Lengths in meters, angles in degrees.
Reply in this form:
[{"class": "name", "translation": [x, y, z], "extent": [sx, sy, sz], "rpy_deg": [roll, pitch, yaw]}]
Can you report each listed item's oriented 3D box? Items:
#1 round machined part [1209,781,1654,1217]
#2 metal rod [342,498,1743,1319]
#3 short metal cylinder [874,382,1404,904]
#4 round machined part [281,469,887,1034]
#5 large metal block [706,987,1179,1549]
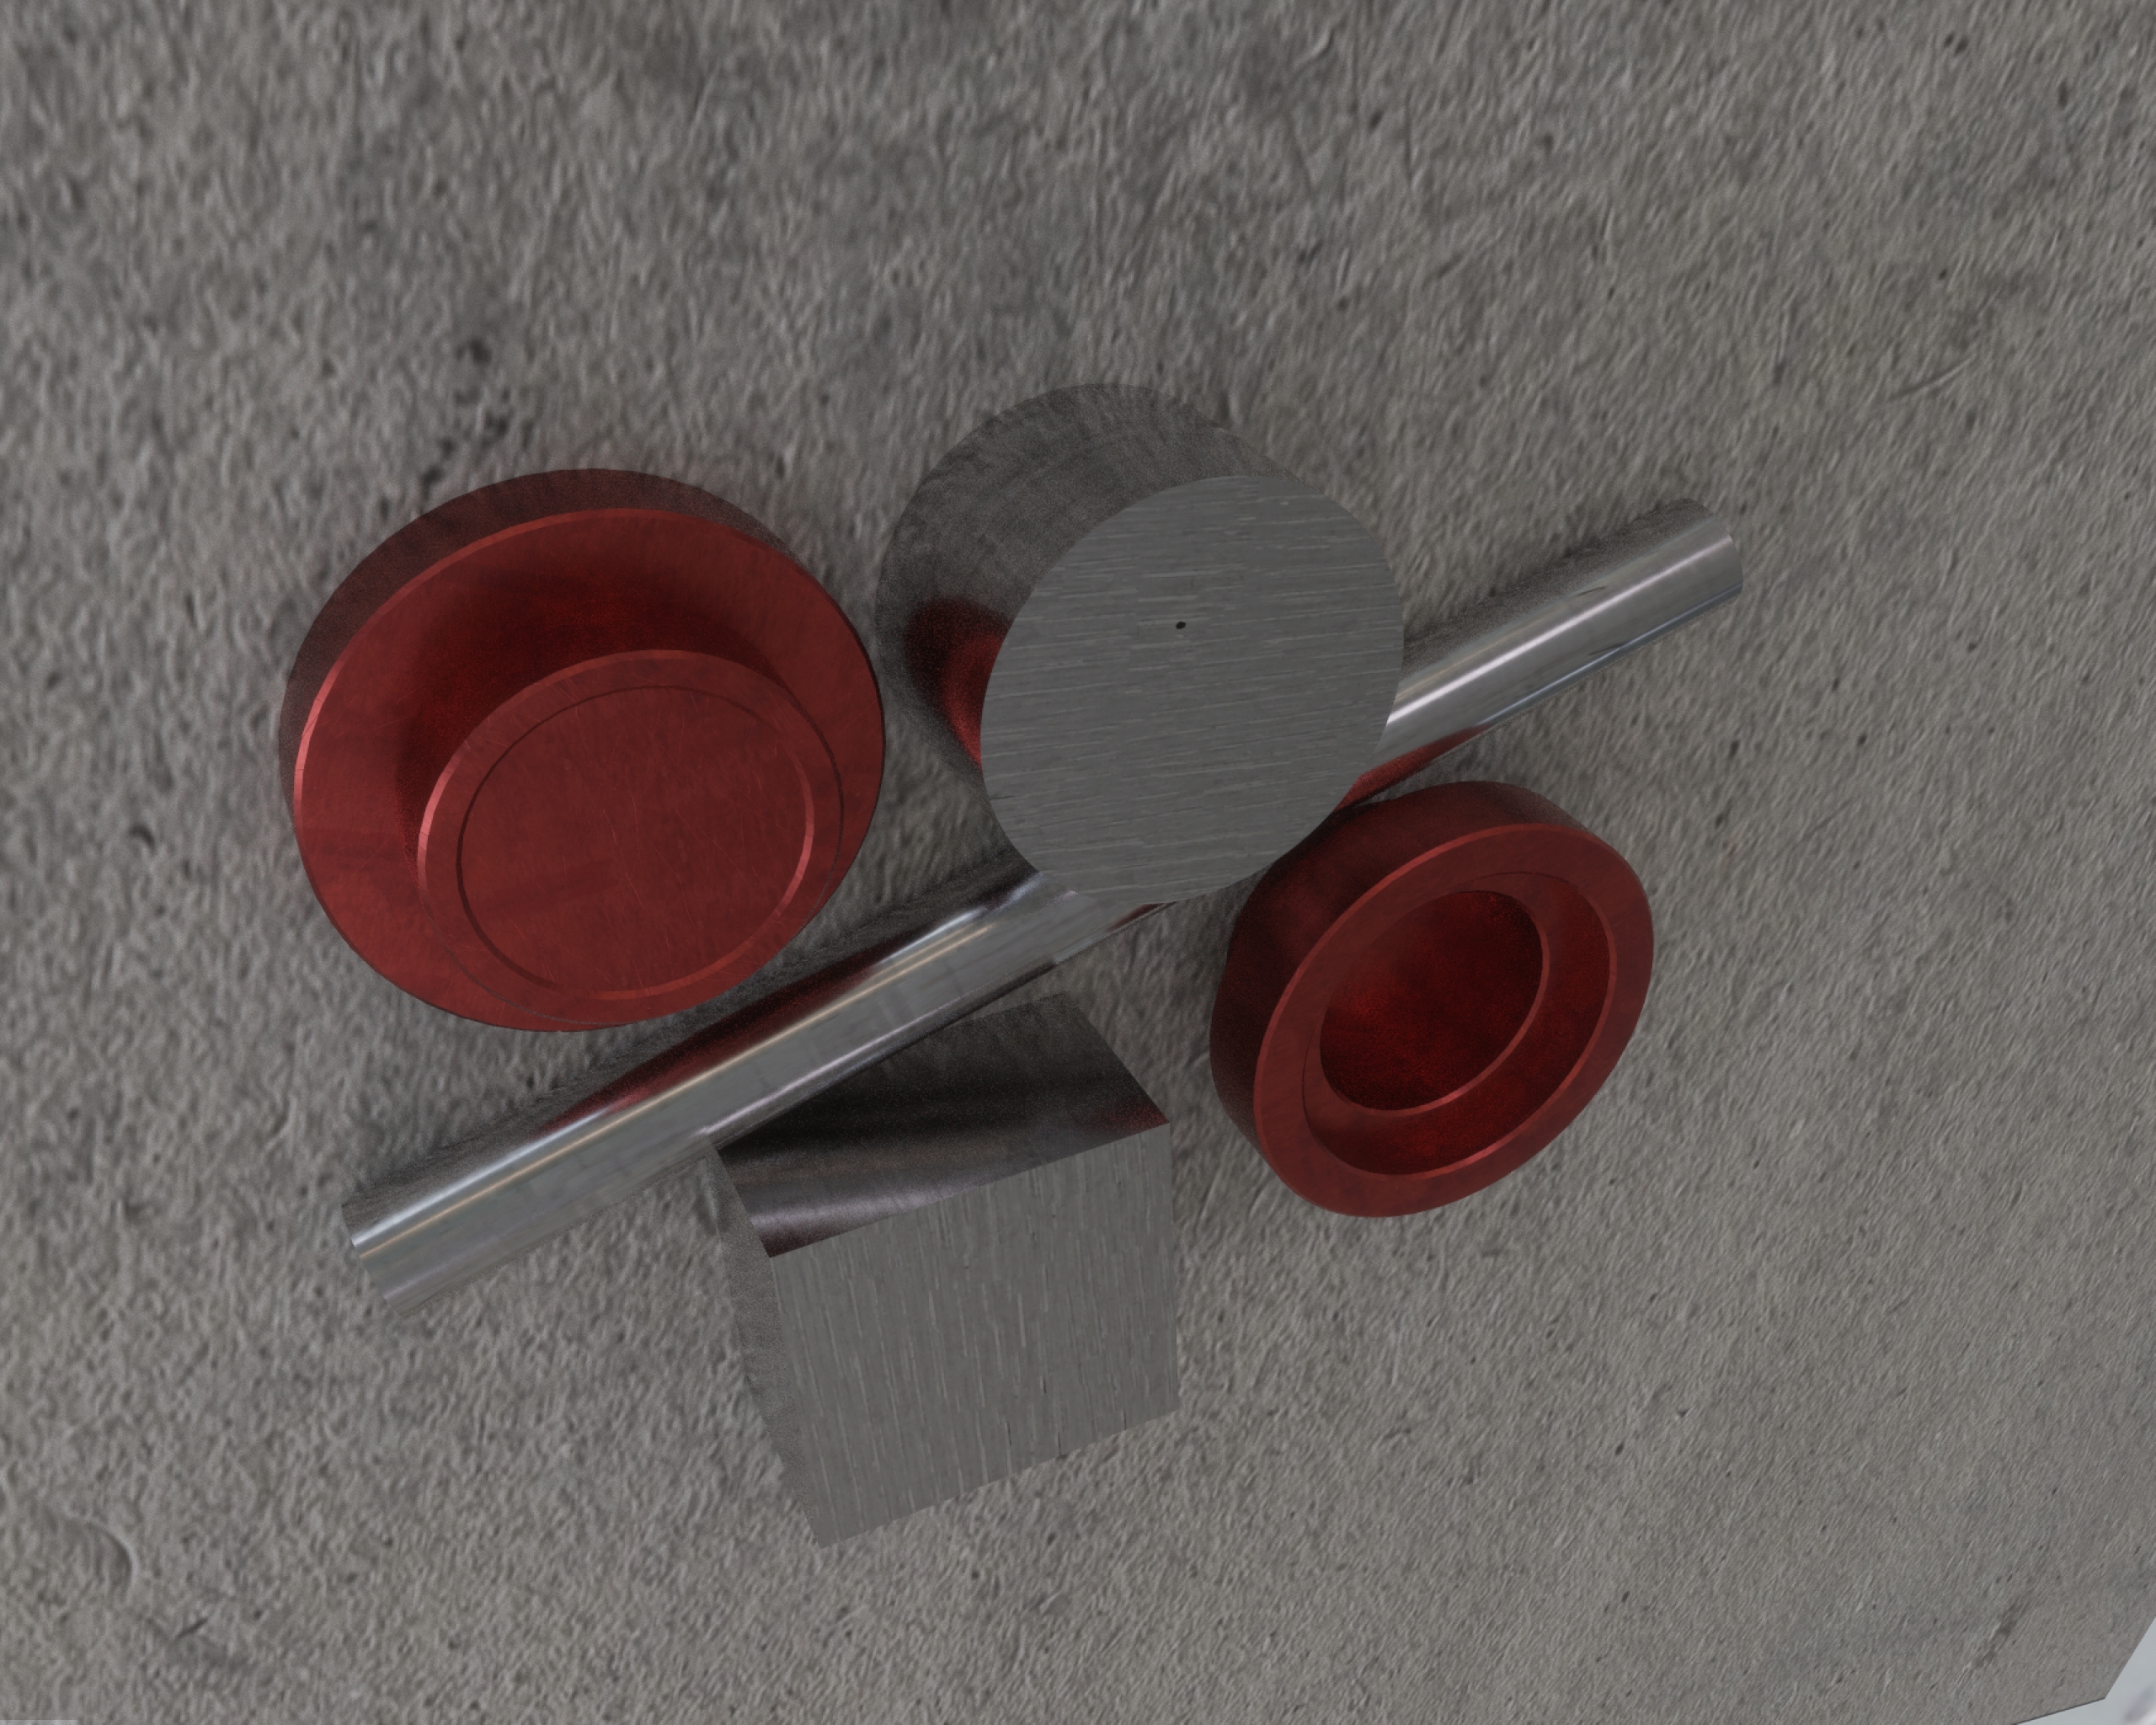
[{"class": "round machined part", "translation": [0.072, 0.025, 0.452], "extent": [0.099, 0.042, 0.097], "rpy_deg": [-14, 124, -21]}, {"class": "metal rod", "translation": [0.002, 0.004, 0.413], "extent": [0.302, 0.025, 0.025], "rpy_deg": [-28, 128, -11]}, {"class": "short metal cylinder", "translation": [0.010, -0.039, 0.373], "extent": [0.081, 0.050, 0.079], "rpy_deg": [-14, 124, -21]}, {"class": "round machined part", "translation": [-0.078, -0.012, 0.347], "extent": [0.099, 0.042, 0.097], "rpy_deg": [-14, 124, -21]}, {"class": "large metal block", "translation": [-0.027, 0.082, 0.429], "extent": [0.081, 0.050, 0.079], "rpy_deg": [-16, 125, -19]}]
